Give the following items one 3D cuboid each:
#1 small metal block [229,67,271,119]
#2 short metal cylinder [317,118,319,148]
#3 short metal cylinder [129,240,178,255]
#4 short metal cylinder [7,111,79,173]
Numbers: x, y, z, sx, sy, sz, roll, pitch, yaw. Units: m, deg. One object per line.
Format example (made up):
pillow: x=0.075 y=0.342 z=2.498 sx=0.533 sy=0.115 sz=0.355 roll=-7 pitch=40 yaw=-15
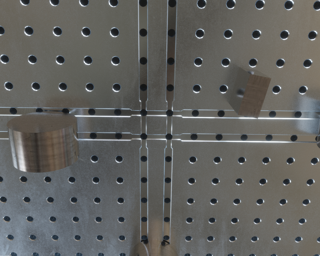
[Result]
small metal block: x=0.110 y=-0.045 z=0.384 sx=0.025 sy=0.050 sz=0.050 roll=11 pitch=110 yaw=-4
short metal cylinder: x=0.243 y=0.001 z=0.387 sx=0.080 sy=0.080 sz=0.050 roll=-3 pitch=110 yaw=1
short metal cylinder: x=-0.011 y=0.223 z=0.482 sx=0.081 sy=0.050 sz=0.079 roll=0 pitch=110 yaw=0
short metal cylinder: x=-0.144 y=0.015 z=0.388 sx=0.081 sy=0.080 sz=0.050 roll=2 pitch=110 yaw=-1
